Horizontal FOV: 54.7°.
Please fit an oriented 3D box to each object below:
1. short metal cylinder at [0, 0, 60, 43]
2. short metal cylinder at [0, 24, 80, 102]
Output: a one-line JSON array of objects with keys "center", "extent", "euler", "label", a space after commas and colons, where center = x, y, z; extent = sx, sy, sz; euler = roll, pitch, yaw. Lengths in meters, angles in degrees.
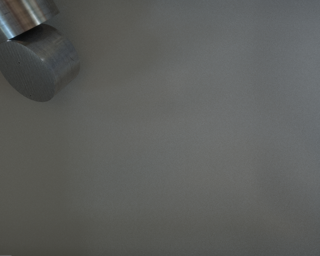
[{"center": [-0.166, -0.140, 0.358], "extent": [0.080, 0.080, 0.050], "euler": [-27, 118, 0], "label": "short metal cylinder"}, {"center": [-0.146, -0.078, 0.376], "extent": [0.080, 0.080, 0.050], "euler": [33, 47, -1], "label": "short metal cylinder"}]
